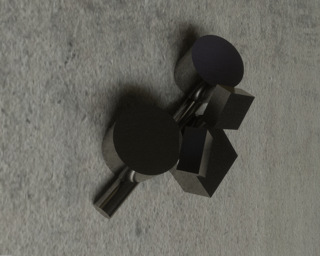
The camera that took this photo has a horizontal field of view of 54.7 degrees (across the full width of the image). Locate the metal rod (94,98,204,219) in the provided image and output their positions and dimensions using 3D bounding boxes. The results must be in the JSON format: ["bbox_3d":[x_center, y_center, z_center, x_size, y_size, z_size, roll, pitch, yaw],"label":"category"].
[{"bbox_3d":[0.021,-0.003,0.425,0.301,0.025,0.025,-49,119,-29],"label":"metal rod"}]

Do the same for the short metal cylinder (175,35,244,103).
[{"bbox_3d":[0.068,-0.081,0.430,0.081,0.050,0.080,8,69,-21],"label":"short metal cylinder"}]

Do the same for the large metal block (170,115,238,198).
[{"bbox_3d":[0.055,0.037,0.436,0.080,0.050,0.080,-49,119,-29],"label":"large metal block"}]

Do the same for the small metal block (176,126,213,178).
[{"bbox_3d":[0.042,0.029,0.363,0.050,0.025,0.050,40,62,-69],"label":"small metal block"}]

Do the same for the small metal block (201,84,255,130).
[{"bbox_3d":[0.088,-0.026,0.401,0.050,0.025,0.050,3,119,-40],"label":"small metal block"}]

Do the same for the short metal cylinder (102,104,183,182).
[{"bbox_3d":[-0.021,0.019,0.356,0.081,0.050,0.080,8,69,-21],"label":"short metal cylinder"}]
